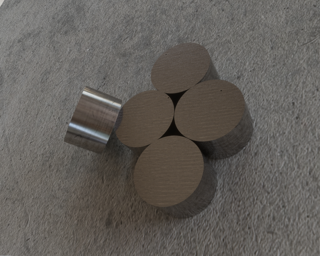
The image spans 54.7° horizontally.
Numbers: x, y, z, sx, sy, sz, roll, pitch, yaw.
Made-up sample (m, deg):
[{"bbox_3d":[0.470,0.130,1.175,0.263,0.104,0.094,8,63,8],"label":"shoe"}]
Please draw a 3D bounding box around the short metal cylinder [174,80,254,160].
[{"bbox_3d":[0.064,-0.009,0.362,0.080,0.050,0.080,-13,56,21],"label":"short metal cylinder"}]

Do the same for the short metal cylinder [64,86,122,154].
[{"bbox_3d":[-0.090,-0.010,0.416,0.080,0.050,0.080,-157,89,-78],"label":"short metal cylinder"}]

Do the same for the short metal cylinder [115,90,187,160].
[{"bbox_3d":[-0.009,-0.001,0.395,0.080,0.050,0.080,-13,56,21],"label":"short metal cylinder"}]

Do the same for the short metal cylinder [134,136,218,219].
[{"bbox_3d":[0.018,0.055,0.346,0.080,0.050,0.080,-13,56,21],"label":"short metal cylinder"}]

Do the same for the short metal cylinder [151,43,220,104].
[{"bbox_3d":[0.035,-0.065,0.411,0.080,0.050,0.080,-13,56,21],"label":"short metal cylinder"}]
